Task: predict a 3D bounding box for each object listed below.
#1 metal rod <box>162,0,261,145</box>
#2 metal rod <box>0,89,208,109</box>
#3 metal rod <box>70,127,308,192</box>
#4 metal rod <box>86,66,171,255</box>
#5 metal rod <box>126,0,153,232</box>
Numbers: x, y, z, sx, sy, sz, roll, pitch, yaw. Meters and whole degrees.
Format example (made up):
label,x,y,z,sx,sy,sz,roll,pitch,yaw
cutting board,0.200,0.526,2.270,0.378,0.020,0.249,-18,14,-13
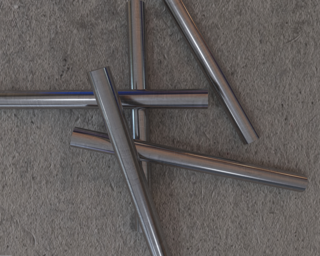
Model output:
label,x,y,z,sx,sy,sz,roll,pitch,yaw
metal rod,0.048,-0.114,0.410,0.025,0.025,0.299,-30,90,0
metal rod,-0.092,-0.036,0.390,0.302,0.025,0.025,0,90,7
metal rod,0.042,0.042,0.392,0.302,0.025,0.025,12,90,-7
metal rod,-0.025,0.075,0.369,0.025,0.025,0.298,-17,106,0
metal rod,-0.026,-0.015,0.409,0.025,0.025,0.298,-2,90,0
